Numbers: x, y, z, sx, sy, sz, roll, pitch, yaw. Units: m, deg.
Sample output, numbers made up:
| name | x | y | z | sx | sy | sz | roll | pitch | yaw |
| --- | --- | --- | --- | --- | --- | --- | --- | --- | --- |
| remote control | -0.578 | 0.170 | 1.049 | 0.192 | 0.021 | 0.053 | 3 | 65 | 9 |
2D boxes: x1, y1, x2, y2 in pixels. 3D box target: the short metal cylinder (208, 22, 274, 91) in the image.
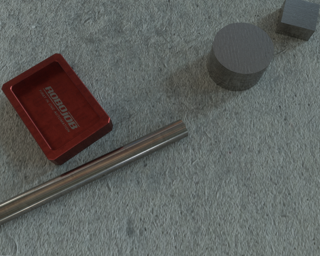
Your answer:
| name | x | y | z | sx | sy | sz | roll | pitch | yaw |
| --- | --- | --- | --- | --- | --- | --- | --- | --- | --- |
| short metal cylinder | 0.110 | -0.098 | 0.432 | 0.081 | 0.050 | 0.080 | 0 | 70 | 0 |

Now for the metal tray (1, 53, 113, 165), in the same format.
| name | x | y | z | sx | sy | sz | roll | pitch | yaw |
| --- | --- | --- | --- | --- | --- | --- | --- | --- | --- |
| metal tray | -0.136 | -0.027 | 0.414 | 0.090 | 0.030 | 0.130 | -36 | 74 | -12 |

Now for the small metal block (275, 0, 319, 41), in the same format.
| name | x | y | z | sx | sy | sz | roll | pitch | yaw |
| --- | --- | --- | --- | --- | --- | --- | --- | --- | --- |
| small metal block | 0.209 | -0.166 | 0.470 | 0.050 | 0.025 | 0.050 | 17 | 71 | 6 |

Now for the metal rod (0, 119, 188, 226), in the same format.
| name | x | y | z | sx | sy | sz | roll | pitch | yaw |
| --- | --- | --- | --- | --- | --- | --- | --- | --- | --- |
| metal rod | -0.103 | 0.062 | 0.384 | 0.302 | 0.025 | 0.025 | -25 | 72 | -9 |
